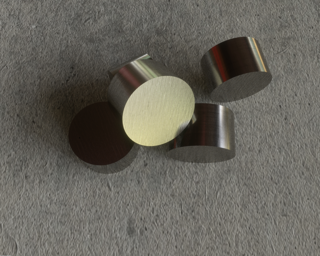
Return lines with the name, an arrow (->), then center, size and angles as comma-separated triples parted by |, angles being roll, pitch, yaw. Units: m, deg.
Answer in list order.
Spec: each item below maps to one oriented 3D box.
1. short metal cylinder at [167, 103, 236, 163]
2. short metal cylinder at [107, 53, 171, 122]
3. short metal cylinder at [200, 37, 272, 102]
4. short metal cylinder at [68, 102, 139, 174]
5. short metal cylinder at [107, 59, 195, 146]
short metal cylinder -> 0.050, 0.009, 0.376 | 0.080, 0.080, 0.050 | 3, 70, 1
short metal cylinder -> -0.025, -0.049, 0.396 | 0.050, 0.080, 0.080 | -29, 73, -10
short metal cylinder -> 0.099, -0.074, 0.406 | 0.081, 0.080, 0.050 | -12, 71, -4
short metal cylinder -> -0.068, 0.013, 0.389 | 0.081, 0.050, 0.080 | 0, 70, 0
short metal cylinder -> -0.010, -0.028, 0.333 | 0.080, 0.080, 0.050 | -29, 39, -10
